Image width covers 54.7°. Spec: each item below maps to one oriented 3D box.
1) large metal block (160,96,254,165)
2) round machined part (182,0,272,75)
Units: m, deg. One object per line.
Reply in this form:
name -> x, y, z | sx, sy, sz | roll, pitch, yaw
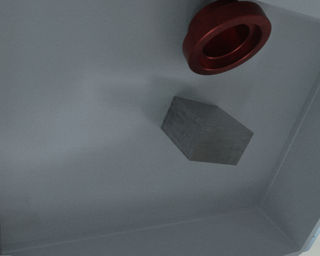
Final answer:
large metal block -> 0.060, 0.003, 0.410 | 0.081, 0.080, 0.050 | 9, 114, -33
round machined part -> 0.071, -0.107, 0.353 | 0.099, 0.042, 0.098 | -17, 158, -7
